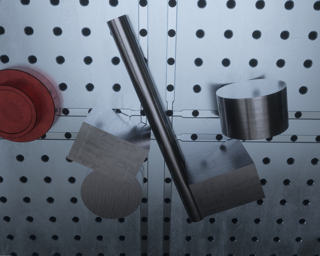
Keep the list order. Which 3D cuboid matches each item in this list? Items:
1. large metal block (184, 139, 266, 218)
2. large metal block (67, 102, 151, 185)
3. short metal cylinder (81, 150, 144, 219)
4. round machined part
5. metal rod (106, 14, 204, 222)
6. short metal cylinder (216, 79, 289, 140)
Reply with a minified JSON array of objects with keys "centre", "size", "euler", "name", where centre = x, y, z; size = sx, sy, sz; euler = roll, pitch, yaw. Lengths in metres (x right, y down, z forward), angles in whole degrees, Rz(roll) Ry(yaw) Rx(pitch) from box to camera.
[{"centre":[0.081,0.062,0.407],"size":[0.080,0.080,0.050],"euler":[-20,109,7],"name":"large metal block"},{"centre":[-0.059,0.017,0.390],"size":[0.080,0.080,0.050],"euler":[25,108,-9],"name":"large metal block"},{"centre":[-0.063,0.077,0.428],"size":[0.081,0.050,0.079],"euler":[0,110,0],"name":"short metal cylinder"},{"centre":[-0.183,-0.026,0.393],"size":[0.099,0.042,0.097],"euler":[0,110,0],"name":"round machined part"},{"centre":[0.002,0.001,0.413],"size":[0.025,0.025,0.299],"euler":[-20,109,7],"name":"metal rod"},{"centre":[0.112,-0.025,0.376],"size":[0.080,0.080,0.050],"euler":[-10,110,4],"name":"short metal cylinder"}]
